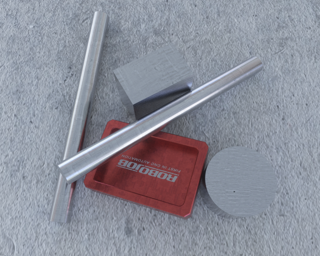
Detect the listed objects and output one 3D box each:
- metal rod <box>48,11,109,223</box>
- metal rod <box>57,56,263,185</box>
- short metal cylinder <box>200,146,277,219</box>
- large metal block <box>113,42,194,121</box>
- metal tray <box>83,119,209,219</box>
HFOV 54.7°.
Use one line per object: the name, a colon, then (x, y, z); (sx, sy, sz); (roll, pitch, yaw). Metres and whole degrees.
metal rod: (-0.104, -0.028, 0.417); (0.025, 0.025, 0.299); (6, 70, 2)
metal rod: (0.018, -0.021, 0.382); (0.302, 0.025, 0.025); (-30, 73, -24)
short metal cylinder: (0.091, 0.067, 0.372); (0.081, 0.050, 0.080); (0, 70, -1)
large metal block: (-0.008, -0.051, 0.398); (0.080, 0.080, 0.050); (-28, 73, -10)
metal tray: (-0.015, 0.048, 0.377); (0.131, 0.030, 0.090); (14, 70, 13)
